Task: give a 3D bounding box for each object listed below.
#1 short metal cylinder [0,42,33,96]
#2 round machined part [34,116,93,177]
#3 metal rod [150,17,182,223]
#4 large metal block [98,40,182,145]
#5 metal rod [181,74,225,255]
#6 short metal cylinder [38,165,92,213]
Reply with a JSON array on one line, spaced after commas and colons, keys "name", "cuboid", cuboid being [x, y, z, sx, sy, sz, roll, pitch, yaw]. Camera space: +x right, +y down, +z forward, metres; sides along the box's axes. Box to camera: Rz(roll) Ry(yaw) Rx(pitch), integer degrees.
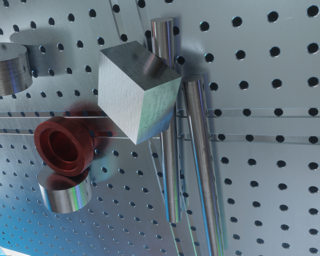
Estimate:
[{"name": "short metal cylinder", "cuboid": [-0.230, -0.086, 0.444, 0.080, 0.080, 0.050, 16, 125, 19]}, {"name": "round machined part", "cuboid": [-0.146, 0.025, 0.491, 0.098, 0.042, 0.097, 12, 121, 21]}, {"name": "metal rod", "cuboid": [0.012, 0.011, 0.411, 0.025, 0.025, 0.298, 10, 123, 23]}, {"name": "large metal block", "cuboid": [-0.028, -0.042, 0.359, 0.080, 0.050, 0.079, 44, 142, 28]}, {"name": "metal rod", "cuboid": [0.064, 0.073, 0.422, 0.025, 0.025, 0.298, 3, 120, 27]}, {"name": "short metal cylinder", "cuboid": [-0.157, 0.095, 0.517, 0.080, 0.080, 0.050, 14, 124, 20]}]
